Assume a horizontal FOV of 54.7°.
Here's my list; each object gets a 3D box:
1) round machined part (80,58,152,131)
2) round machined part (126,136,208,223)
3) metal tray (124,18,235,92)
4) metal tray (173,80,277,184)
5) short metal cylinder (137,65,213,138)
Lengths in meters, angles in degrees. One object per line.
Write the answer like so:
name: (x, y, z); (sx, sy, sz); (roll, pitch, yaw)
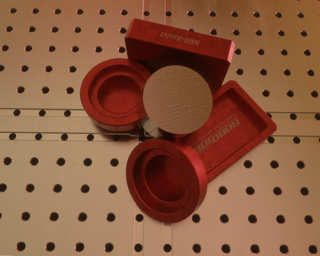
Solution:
round machined part: (-0.053, -0.041, 0.417); (0.099, 0.042, 0.098); (0, 70, -1)
round machined part: (0.011, 0.057, 0.363); (0.098, 0.042, 0.097); (7, 103, 32)
metal tray: (0.024, -0.091, 0.410); (0.131, 0.090, 0.030); (14, 71, 5)
metal tray: (0.073, 0.007, 0.407); (0.131, 0.030, 0.090); (-35, 74, -12)
short metal cylinder: (0.016, -0.028, 0.369); (0.081, 0.050, 0.080); (2, 79, -12)
